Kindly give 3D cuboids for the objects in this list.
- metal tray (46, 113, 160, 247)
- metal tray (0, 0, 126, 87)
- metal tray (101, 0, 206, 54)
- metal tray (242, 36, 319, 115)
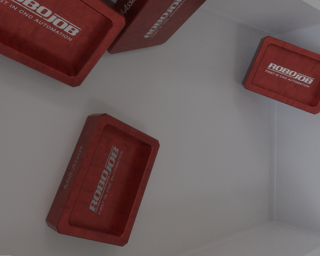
[{"bbox_3d":[-0.059,0.059,0.353,0.090,0.030,0.130,29,72,-36],"label":"metal tray"},{"bbox_3d":[-0.109,-0.101,0.276,0.131,0.030,0.090,25,118,-37],"label":"metal tray"},{"bbox_3d":[-0.001,-0.132,0.335,0.091,0.129,0.030,-23,84,-38],"label":"metal tray"},{"bbox_3d":[0.215,-0.087,0.512,0.131,0.030,0.089,21,106,1],"label":"metal tray"}]
